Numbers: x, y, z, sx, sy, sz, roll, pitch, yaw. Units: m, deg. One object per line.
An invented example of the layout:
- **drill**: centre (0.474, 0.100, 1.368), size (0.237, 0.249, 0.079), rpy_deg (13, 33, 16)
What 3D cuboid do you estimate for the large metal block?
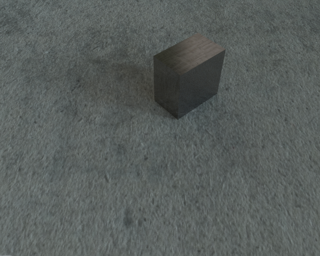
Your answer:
- **large metal block**: centre (0.039, -0.071, 0.428), size (0.080, 0.080, 0.050), rpy_deg (-34, 58, -25)
